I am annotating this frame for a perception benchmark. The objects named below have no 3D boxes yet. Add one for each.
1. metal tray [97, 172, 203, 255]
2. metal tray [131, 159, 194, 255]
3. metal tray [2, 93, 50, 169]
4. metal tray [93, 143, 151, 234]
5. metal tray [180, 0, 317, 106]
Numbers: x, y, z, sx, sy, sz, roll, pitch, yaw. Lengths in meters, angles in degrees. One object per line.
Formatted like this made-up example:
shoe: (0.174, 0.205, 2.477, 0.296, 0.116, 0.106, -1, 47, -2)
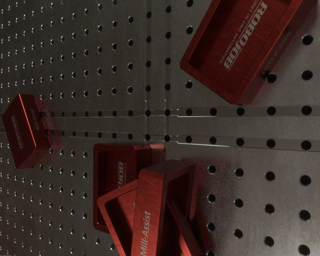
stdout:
metal tray: (-0.012, 0.128, 0.384, 0.090, 0.030, 0.130, -28, 82, 20)
metal tray: (0.004, 0.107, 0.358, 0.030, 0.090, 0.129, 8, 95, 25)
metal tray: (-0.274, 0.007, 0.628, 0.090, 0.030, 0.130, -39, 67, 32)
metal tray: (-0.057, 0.088, 0.450, 0.090, 0.030, 0.129, 0, 90, 39)
metal tray: (0.087, -0.100, 0.332, 0.090, 0.030, 0.129, 42, 115, 31)
